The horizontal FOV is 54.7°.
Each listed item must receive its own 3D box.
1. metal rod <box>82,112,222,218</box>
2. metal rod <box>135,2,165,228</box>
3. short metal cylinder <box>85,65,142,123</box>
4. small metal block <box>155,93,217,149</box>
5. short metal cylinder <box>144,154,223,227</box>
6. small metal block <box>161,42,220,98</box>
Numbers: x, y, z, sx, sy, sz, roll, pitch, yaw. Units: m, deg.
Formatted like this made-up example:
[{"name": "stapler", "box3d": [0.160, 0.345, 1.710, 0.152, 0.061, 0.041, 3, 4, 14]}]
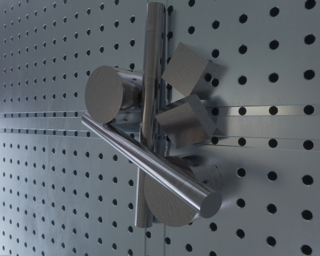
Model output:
[{"name": "metal rod", "box3d": [-0.036, 0.026, 0.387, 0.300, 0.025, 0.025, 27, 108, 53]}, {"name": "metal rod", "box3d": [-0.014, -0.015, 0.420, 0.025, 0.025, 0.298, 6, 94, 40]}, {"name": "short metal cylinder", "box3d": [-0.062, -0.046, 0.445, 0.080, 0.050, 0.079, 0, 90, 40]}, {"name": "small metal block", "box3d": [0.031, -0.007, 0.369, 0.050, 0.025, 0.050, -21, 109, 38]}, {"name": "short metal cylinder", "box3d": [0.028, 0.072, 0.370, 0.080, 0.050, 0.079, 0, 90, 40]}, {"name": "small metal block", "box3d": [0.036, -0.070, 0.379, 0.050, 0.025, 0.050, 43, 116, 31]}]
